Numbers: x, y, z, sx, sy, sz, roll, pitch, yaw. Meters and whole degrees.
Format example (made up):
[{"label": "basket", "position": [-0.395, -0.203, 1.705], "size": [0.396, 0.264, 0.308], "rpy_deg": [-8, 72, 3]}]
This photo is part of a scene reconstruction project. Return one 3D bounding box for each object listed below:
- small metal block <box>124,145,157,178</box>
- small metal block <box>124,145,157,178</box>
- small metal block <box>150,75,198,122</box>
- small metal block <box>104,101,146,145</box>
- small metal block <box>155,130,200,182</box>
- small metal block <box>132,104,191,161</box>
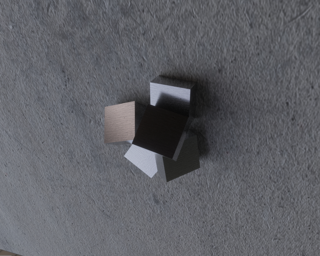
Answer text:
[{"label": "small metal block", "position": [-0.015, 0.035, 0.436], "size": [0.050, 0.025, 0.050], "rpy_deg": [39, 129, 2]}, {"label": "small metal block", "position": [-0.015, 0.035, 0.436], "size": [0.050, 0.025, 0.050], "rpy_deg": [39, 129, 1]}, {"label": "small metal block", "position": [0.016, -0.033, 0.378], "size": [0.050, 0.025, 0.050], "rpy_deg": [13, 124, 20]}, {"label": "small metal block", "position": [-0.046, -0.005, 0.412], "size": [0.050, 0.025, 0.050], "rpy_deg": [-8, 77, 31]}, {"label": "small metal block", "position": [0.022, 0.034, 0.398], "size": [0.025, 0.050, 0.050], "rpy_deg": [38, 143, 55]}, {"label": "small metal block", "position": [0.003, 0.006, 0.359], "size": [0.050, 0.025, 0.050], "rpy_deg": [20, 82, 16]}]
